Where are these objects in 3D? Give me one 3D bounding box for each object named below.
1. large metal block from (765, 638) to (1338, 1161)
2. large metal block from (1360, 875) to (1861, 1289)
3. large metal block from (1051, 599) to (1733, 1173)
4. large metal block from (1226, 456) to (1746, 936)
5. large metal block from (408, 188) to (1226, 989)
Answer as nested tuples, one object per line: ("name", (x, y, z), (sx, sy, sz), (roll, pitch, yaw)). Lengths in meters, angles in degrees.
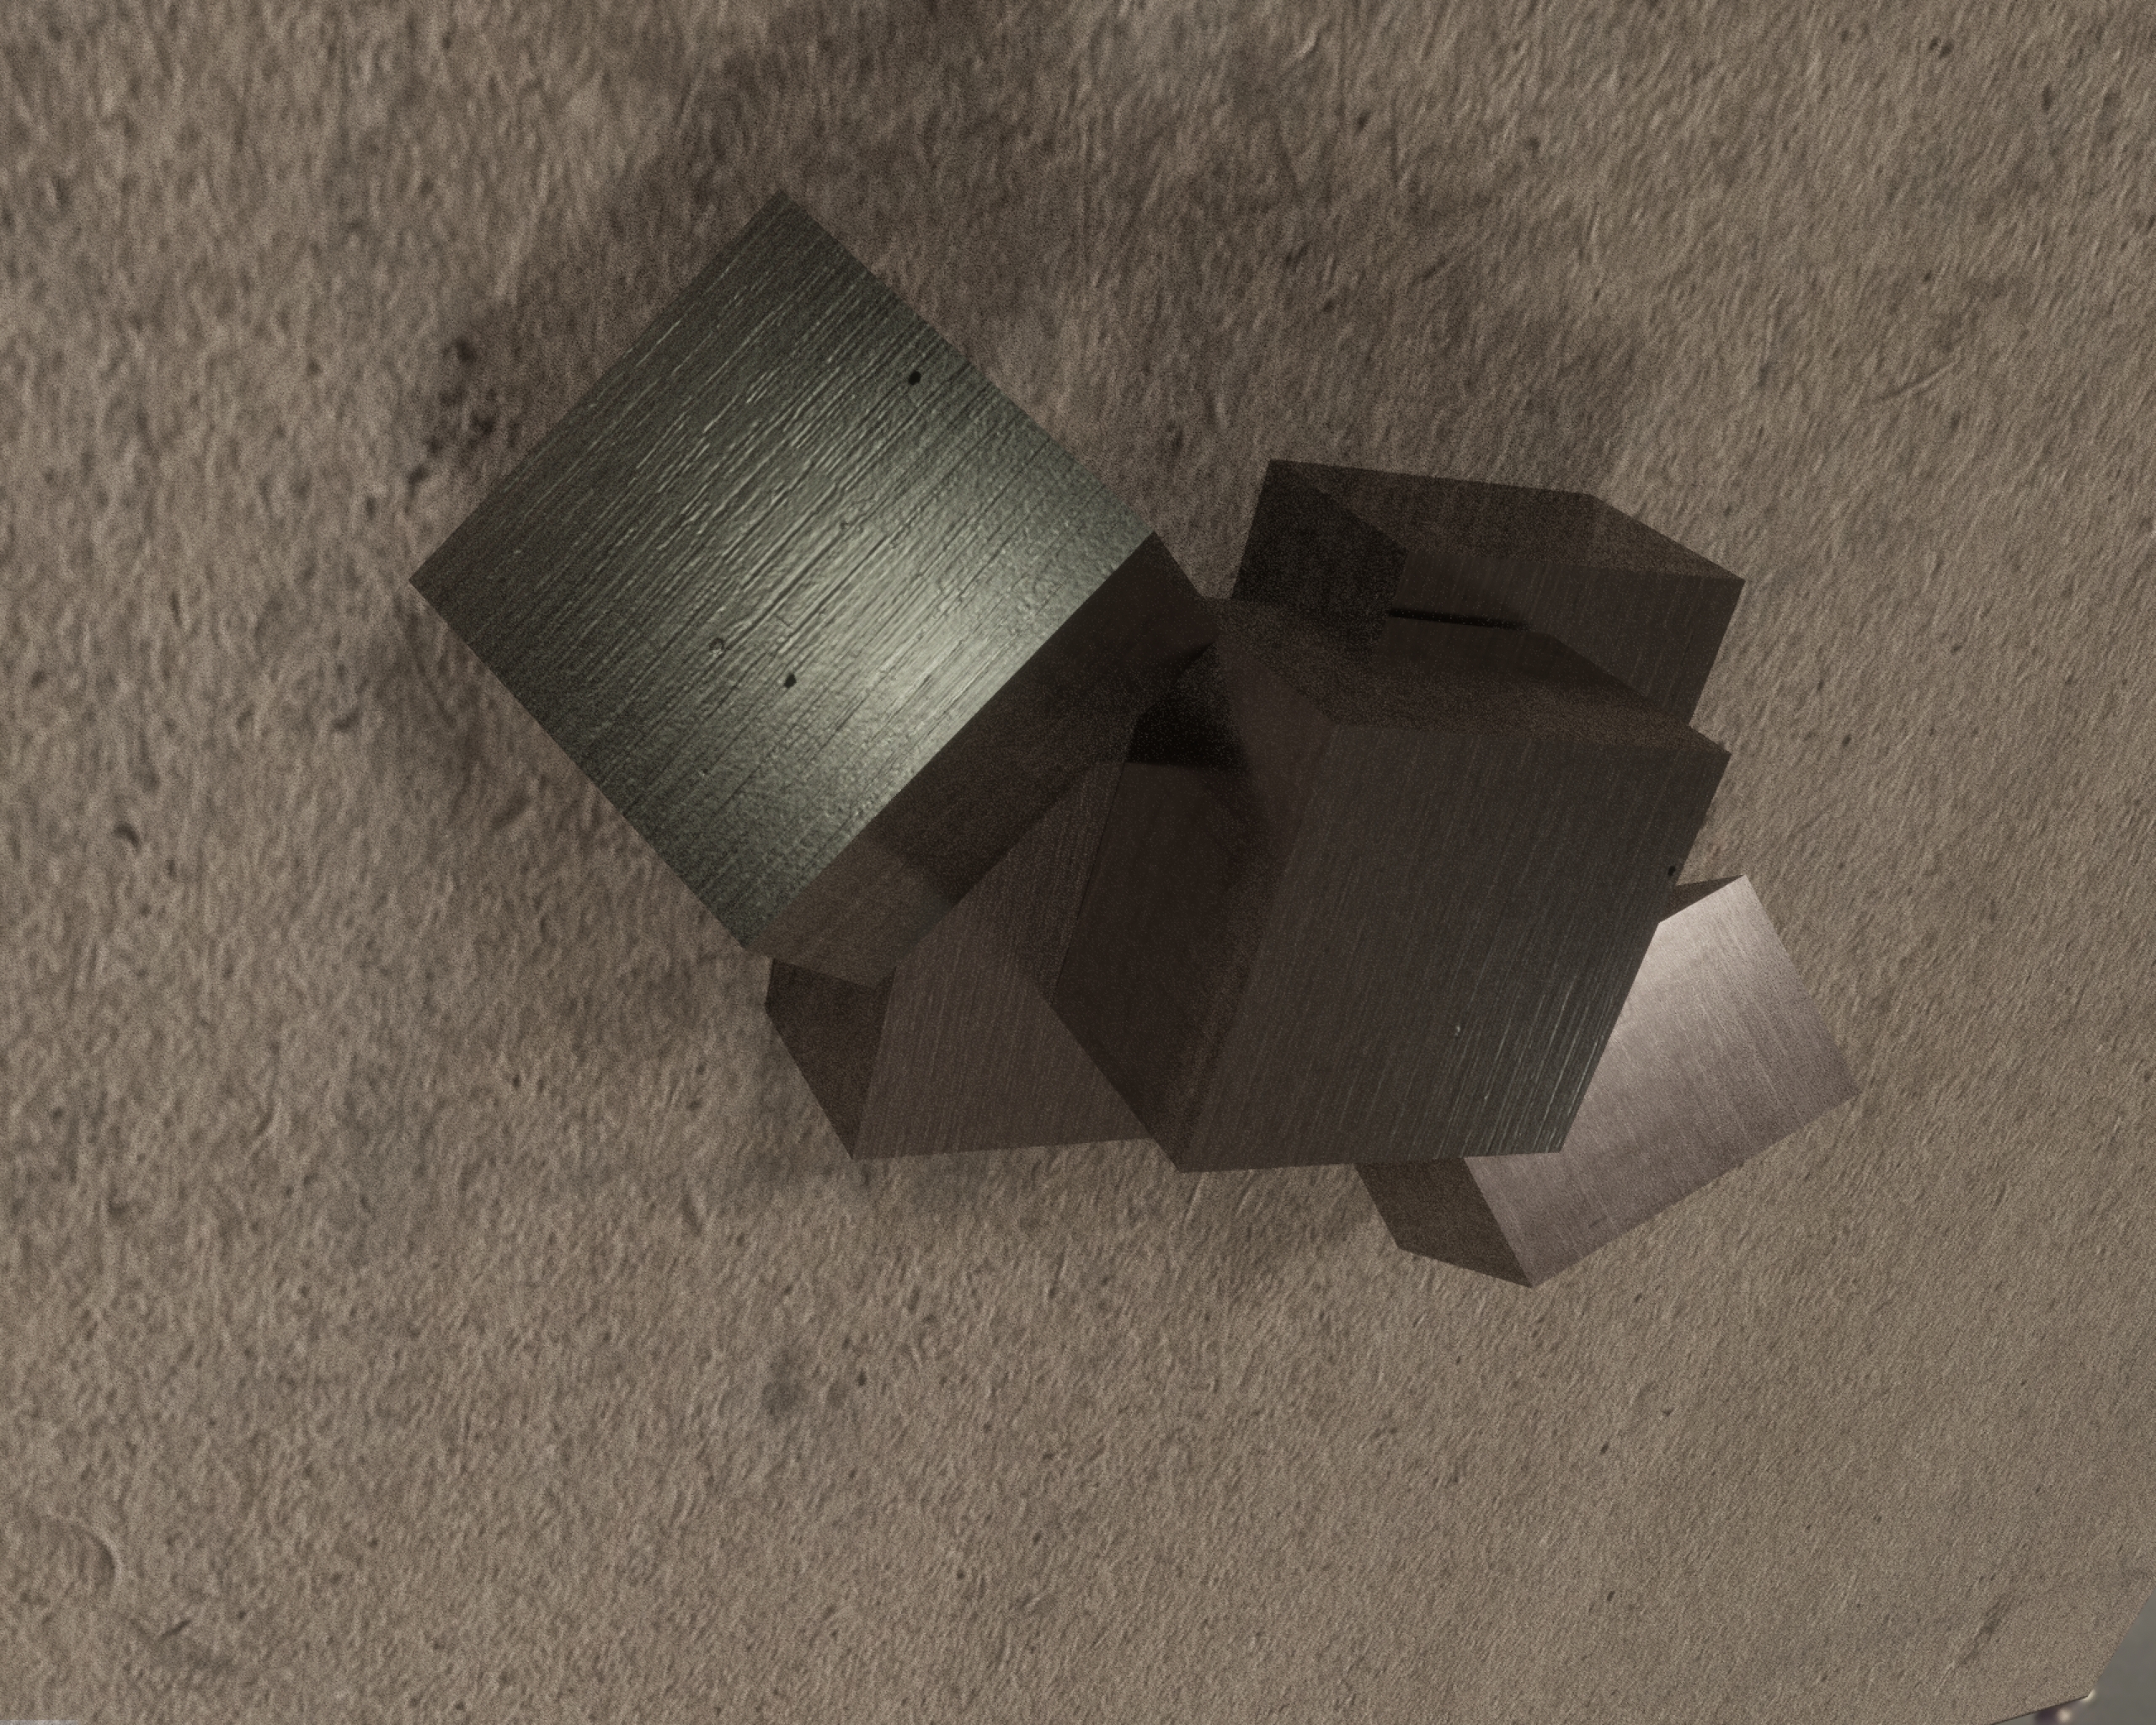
("large metal block", (-0.006, 0.006, 0.391), (0.081, 0.050, 0.079), (0, 119, -29))
("large metal block", (0.105, 0.046, 0.452), (0.080, 0.080, 0.050), (-28, 90, -11))
("large metal block", (0.051, 0.004, 0.357), (0.081, 0.050, 0.079), (2, 118, -30))
("large metal block", (0.073, -0.031, 0.415), (0.081, 0.050, 0.079), (0, 119, -29))
("large metal block", (-0.038, -0.039, 0.320), (0.080, 0.080, 0.050), (-46, 163, 3))
